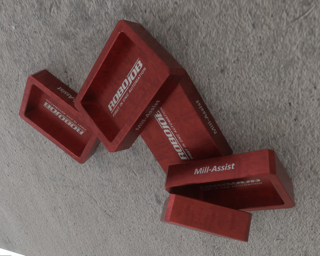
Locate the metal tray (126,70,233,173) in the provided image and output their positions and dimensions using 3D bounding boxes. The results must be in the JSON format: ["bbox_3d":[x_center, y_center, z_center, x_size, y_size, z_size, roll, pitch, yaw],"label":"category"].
[{"bbox_3d":[0.021,0.001,0.393,0.090,0.030,0.130,-22,107,36],"label":"metal tray"}]

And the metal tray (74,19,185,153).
[{"bbox_3d":[-0.042,-0.046,0.363,0.090,0.030,0.129,50,121,20],"label":"metal tray"}]

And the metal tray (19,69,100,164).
[{"bbox_3d":[-0.147,-0.015,0.471,0.130,0.030,0.089,37,129,3],"label":"metal tray"}]

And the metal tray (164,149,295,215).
[{"bbox_3d":[0.083,0.070,0.373,0.130,0.030,0.090,-14,139,29],"label":"metal tray"}]

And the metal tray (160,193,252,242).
[{"bbox_3d":[0.050,0.113,0.388,0.090,0.030,0.130,14,163,2],"label":"metal tray"}]
